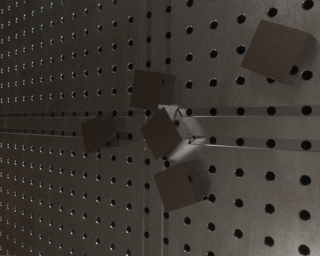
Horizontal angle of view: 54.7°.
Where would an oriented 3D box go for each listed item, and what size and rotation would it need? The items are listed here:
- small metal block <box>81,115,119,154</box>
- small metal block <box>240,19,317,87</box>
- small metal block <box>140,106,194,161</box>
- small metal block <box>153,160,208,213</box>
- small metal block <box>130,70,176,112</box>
[{"bbox_3d":[-0.095,0.011,0.485,0.050,0.025,0.050,-18,79,38],"label":"small metal block"},{"bbox_3d":[0.118,-0.075,0.311,0.050,0.025,0.050,33,111,34],"label":"small metal block"},{"bbox_3d":[0.008,0.008,0.401,0.050,0.025,0.050,-42,65,31],"label":"small metal block"},{"bbox_3d":[0.025,0.073,0.387,0.050,0.025,0.050,-30,72,35],"label":"small metal block"},{"bbox_3d":[-0.010,-0.050,0.416,0.050,0.025,0.050,15,99,38],"label":"small metal block"}]
